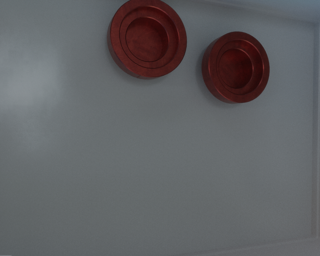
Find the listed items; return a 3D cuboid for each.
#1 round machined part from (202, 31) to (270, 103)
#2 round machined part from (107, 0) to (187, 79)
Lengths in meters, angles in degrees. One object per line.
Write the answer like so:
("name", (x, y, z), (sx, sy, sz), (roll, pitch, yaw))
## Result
("round machined part", (0.103, -0.083, 0.441), (0.099, 0.042, 0.097), (0, 90, -21))
("round machined part", (-0.019, -0.110, 0.395), (0.099, 0.042, 0.097), (0, 90, -21))
